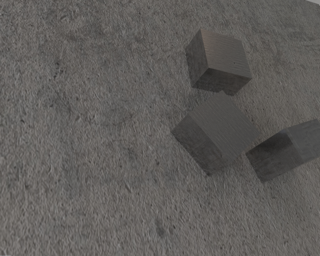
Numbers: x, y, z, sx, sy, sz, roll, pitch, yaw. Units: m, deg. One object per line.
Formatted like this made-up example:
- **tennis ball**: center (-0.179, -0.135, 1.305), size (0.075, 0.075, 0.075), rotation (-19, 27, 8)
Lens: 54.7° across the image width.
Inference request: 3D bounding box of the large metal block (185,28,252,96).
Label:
- **large metal block**: center (0.093, -0.105, 0.501), size (0.081, 0.050, 0.080), rotation (8, 58, -24)

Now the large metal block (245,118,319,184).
- **large metal block**: center (0.187, 0.034, 0.449), size (0.081, 0.080, 0.050), rotation (-13, 69, -33)

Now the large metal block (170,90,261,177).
- **large metal block**: center (0.077, 0.006, 0.425), size (0.081, 0.050, 0.080), rotation (-34, 81, -38)
